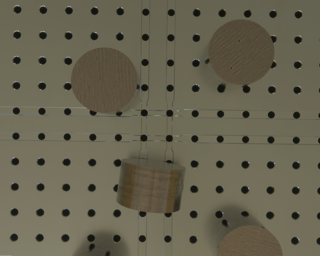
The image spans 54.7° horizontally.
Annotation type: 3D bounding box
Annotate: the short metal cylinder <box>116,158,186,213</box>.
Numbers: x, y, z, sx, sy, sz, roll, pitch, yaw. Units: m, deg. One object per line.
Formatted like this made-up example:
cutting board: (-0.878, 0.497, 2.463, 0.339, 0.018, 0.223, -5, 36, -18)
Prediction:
short metal cylinder: (-0.011, 0.069, 0.386, 0.080, 0.080, 0.050, 8, 90, 0)

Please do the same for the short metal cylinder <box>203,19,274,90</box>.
short metal cylinder: (0.099, -0.093, 0.401, 0.081, 0.050, 0.079, 0, 90, 0)

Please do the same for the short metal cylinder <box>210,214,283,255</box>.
short metal cylinder: (0.110, 0.158, 0.402, 0.081, 0.050, 0.079, 0, 90, 0)

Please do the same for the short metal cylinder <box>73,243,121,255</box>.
short metal cylinder: (-0.087, 0.198, 0.400, 0.081, 0.050, 0.079, 0, 90, 0)

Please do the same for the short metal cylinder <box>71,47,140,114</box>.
short metal cylinder: (-0.068, -0.058, 0.400, 0.081, 0.050, 0.079, 0, 90, 0)
